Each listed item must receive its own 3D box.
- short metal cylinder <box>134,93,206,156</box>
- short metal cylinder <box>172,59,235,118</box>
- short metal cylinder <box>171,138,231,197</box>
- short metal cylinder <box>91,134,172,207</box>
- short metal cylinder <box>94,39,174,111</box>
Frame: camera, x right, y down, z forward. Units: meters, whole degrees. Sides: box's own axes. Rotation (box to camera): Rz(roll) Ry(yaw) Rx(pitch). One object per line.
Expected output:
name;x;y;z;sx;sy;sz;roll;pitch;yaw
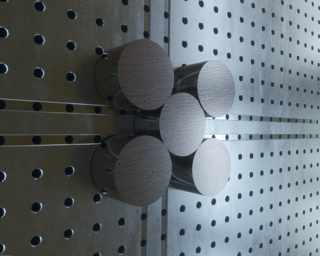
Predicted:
short metal cylinder;0.014;-0.005;0.406;0.081;0.050;0.079;0;90;-40
short metal cylinder;0.063;-0.054;0.445;0.081;0.050;0.079;0;90;-40
short metal cylinder;0.056;0.053;0.441;0.081;0.050;0.079;0;90;-40
short metal cylinder;-0.033;0.048;0.366;0.081;0.050;0.079;0;90;-40
short metal cylinder;-0.030;-0.060;0.369;0.081;0.050;0.079;0;90;-40
